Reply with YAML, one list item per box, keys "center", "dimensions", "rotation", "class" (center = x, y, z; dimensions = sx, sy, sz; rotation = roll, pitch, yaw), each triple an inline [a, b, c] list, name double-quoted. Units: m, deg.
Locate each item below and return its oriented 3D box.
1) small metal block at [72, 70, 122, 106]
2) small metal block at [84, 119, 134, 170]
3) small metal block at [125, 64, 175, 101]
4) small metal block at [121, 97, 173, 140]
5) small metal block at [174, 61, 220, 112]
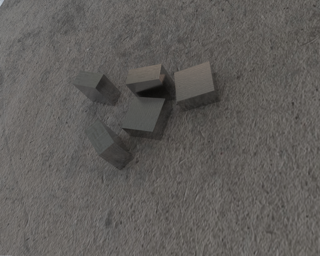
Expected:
- center: [-0.096, -0.061, 0.476]
  dimensions: [0.050, 0.050, 0.025]
  rotation: [14, 69, 34]
  class: "small metal block"
- center: [-0.067, 0.022, 0.409]
  dimensions: [0.025, 0.050, 0.050]
  rotation: [-41, 51, 0]
  class: "small metal block"
- center: [-0.012, -0.060, 0.431]
  dimensions: [0.050, 0.050, 0.025]
  rotation: [-5, 60, 26]
  class: "small metal block"
- center: [-0.017, -0.014, 0.421]
  dimensions: [0.050, 0.025, 0.050]
  rotation: [7, 65, 31]
  class: "small metal block"
- center: [0.048, -0.055, 0.412]
  dimensions: [0.050, 0.025, 0.050]
  rotation: [-16, 55, 19]
  class: "small metal block"
